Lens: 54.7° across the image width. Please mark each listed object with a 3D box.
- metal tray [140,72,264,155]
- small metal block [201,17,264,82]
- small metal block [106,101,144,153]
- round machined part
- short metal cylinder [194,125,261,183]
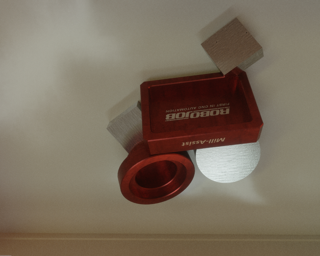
[{"bbox_3d":[0.045,-0.021,0.369,0.131,0.090,0.030,-7,144,2],"label":"metal tray"},{"bbox_3d":[0.085,-0.092,0.365,0.050,0.025,0.050,-36,69,12],"label":"small metal block"},{"bbox_3d":[-0.034,0.001,0.411,0.050,0.025,0.050,-36,107,12],"label":"small metal block"},{"bbox_3d":[-0.007,0.054,0.409,0.099,0.042,0.097,-11,133,-12],"label":"round machined part"},{"bbox_3d":[0.085,0.025,0.408,0.081,0.050,0.079,0,110,-1],"label":"short metal cylinder"}]
